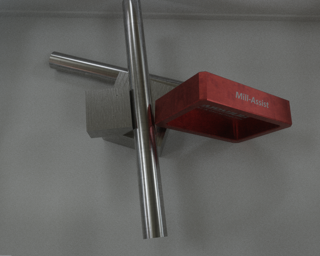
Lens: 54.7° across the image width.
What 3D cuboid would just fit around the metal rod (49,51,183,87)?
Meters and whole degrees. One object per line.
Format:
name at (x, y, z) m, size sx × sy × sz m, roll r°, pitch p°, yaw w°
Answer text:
metal rod at (-0.006, -0.061, 0.431) m, size 0.302 × 0.025 × 0.025 m, roll 14°, pitch 71°, yaw 4°

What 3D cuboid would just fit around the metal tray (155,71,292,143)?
metal tray at (0.071, -0.017, 0.352) m, size 0.131 × 0.090 × 0.030 m, roll 12°, pitch 68°, yaw -29°

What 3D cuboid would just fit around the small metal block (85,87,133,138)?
small metal block at (-0.058, -0.018, 0.361) m, size 0.050 × 0.025 × 0.050 m, roll -6°, pitch 70°, yaw -3°

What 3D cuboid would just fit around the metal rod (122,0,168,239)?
metal rod at (-0.022, -0.028, 0.365) m, size 0.025 × 0.025 × 0.299 m, roll -6°, pitch 70°, yaw -3°

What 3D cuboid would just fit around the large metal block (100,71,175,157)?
large metal block at (-0.025, -0.017, 0.401) m, size 0.080 × 0.050 × 0.080 m, roll 17°, pitch 71°, yaw 6°
